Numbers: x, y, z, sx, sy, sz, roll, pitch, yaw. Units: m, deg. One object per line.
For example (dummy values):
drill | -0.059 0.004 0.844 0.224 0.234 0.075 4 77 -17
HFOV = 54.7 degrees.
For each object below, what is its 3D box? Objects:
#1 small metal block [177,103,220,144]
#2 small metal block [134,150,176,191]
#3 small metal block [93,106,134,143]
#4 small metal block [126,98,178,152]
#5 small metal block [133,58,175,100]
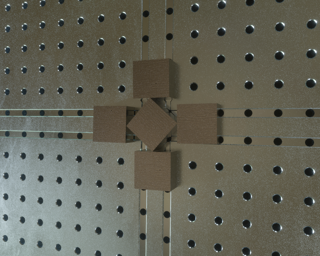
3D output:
small metal block | 0.049 -0.005 0.394 0.050 0.025 0.050 0 90 19
small metal block | -0.006 0.056 0.414 0.050 0.025 0.050 0 90 19
small metal block | -0.065 -0.005 0.434 0.050 0.025 0.050 2 91 19
small metal block | -0.007 -0.005 0.414 0.050 0.025 0.050 44 103 14
small metal block | -0.008 -0.064 0.414 0.050 0.025 0.050 -1 90 19
